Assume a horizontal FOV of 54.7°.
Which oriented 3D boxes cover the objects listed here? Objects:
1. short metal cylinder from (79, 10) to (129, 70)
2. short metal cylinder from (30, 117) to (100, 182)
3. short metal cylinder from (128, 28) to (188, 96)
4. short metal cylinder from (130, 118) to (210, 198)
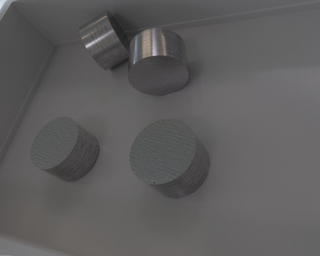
[{"bbox_3d":[-0.085,-0.141,0.502,0.050,0.080,0.080,-27,52,11],"label":"short metal cylinder"},{"bbox_3d":[-0.134,0.031,0.442,0.080,0.050,0.080,-13,56,21],"label":"short metal cylinder"},{"bbox_3d":[-0.003,-0.089,0.427,0.080,0.080,0.050,-15,56,20],"label":"short metal cylinder"},{"bbox_3d":[0.012,0.036,0.362,0.080,0.050,0.080,-13,56,21],"label":"short metal cylinder"}]
